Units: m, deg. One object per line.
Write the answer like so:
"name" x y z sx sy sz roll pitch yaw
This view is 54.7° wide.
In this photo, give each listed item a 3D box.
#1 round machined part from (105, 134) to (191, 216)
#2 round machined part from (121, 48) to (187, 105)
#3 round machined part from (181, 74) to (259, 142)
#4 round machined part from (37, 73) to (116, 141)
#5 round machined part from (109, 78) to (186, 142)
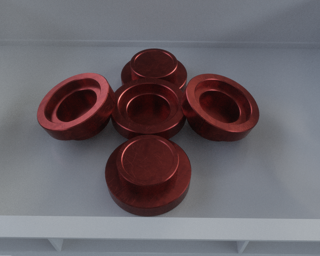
"round machined part" -0.013 0.046 0.353 0.099 0.042 0.098 0 50 0
"round machined part" -0.009 -0.081 0.460 0.099 0.042 0.098 0 50 0
"round machined part" 0.073 -0.021 0.399 0.099 0.042 0.098 11 49 -13
"round machined part" -0.102 -0.023 0.400 0.098 0.042 0.098 -11 48 13
"round machined part" -0.015 -0.018 0.406 0.099 0.042 0.098 0 50 0
